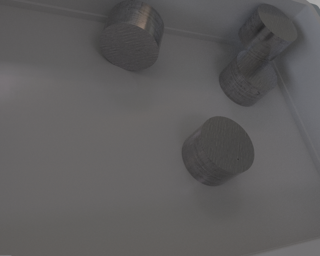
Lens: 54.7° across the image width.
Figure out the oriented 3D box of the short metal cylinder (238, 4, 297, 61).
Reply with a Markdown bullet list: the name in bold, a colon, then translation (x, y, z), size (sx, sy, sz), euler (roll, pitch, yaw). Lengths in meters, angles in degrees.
- **short metal cylinder**: translation (0.180, -0.160, 0.520), size (0.081, 0.050, 0.080), euler (14, 56, -21)

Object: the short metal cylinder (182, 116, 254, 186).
- **short metal cylinder**: translation (0.076, 0.031, 0.411), size (0.081, 0.050, 0.080), euler (14, 56, -21)

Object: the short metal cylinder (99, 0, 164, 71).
- **short metal cylinder**: translation (-0.038, -0.126, 0.427), size (0.080, 0.080, 0.050), euler (21, 54, -16)

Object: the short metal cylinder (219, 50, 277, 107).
- **short metal cylinder**: translation (0.147, -0.083, 0.519), size (0.081, 0.050, 0.080), euler (14, 56, -21)
